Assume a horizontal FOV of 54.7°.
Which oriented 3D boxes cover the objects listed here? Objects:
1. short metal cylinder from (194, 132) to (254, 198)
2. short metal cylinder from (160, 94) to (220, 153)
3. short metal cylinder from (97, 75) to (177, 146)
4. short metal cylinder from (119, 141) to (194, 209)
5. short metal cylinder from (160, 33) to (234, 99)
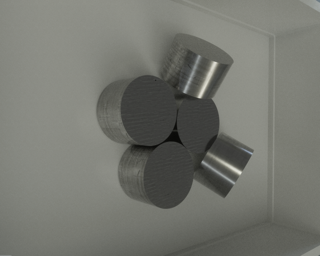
[{"bbox_3d":[0.090,0.052,0.439,0.080,0.050,0.080,-54,166,-20],"label":"short metal cylinder"},{"bbox_3d":[0.035,-0.007,0.419,0.081,0.050,0.079,0,90,-40],"label":"short metal cylinder"},{"bbox_3d":[-0.026,-0.020,0.367,0.081,0.050,0.079,0,90,-40],"label":"short metal cylinder"},{"bbox_3d":[-0.004,0.056,0.387,0.081,0.050,0.079,0,90,-40],"label":"short metal cylinder"},{"bbox_3d":[0.047,-0.081,0.400,0.081,0.080,0.050,-4,131,-40],"label":"short metal cylinder"}]
